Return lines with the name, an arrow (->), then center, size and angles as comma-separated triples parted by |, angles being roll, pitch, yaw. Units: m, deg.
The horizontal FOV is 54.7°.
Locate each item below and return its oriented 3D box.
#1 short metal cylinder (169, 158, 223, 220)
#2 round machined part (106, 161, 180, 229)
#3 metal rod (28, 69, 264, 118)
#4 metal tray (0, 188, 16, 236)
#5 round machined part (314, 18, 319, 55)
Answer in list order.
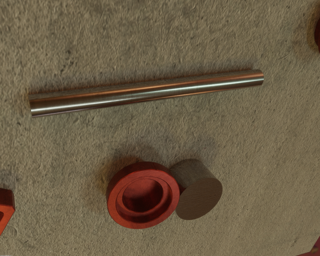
short metal cylinder -> 0.048, 0.094, 0.477 | 0.081, 0.050, 0.079 | -14, 125, -21
round machined part -> -0.025, 0.088, 0.429 | 0.099, 0.042, 0.097 | -6, 116, -13
metal rod -> 0.002, -0.047, 0.380 | 0.303, 0.025, 0.025 | -10, 123, -23
metal tray -> -0.240, 0.099, 0.333 | 0.131, 0.030, 0.090 | 23, 106, -37
round machined part -> 0.270, -0.146, 0.456 | 0.099, 0.042, 0.097 | -14, 125, -21
